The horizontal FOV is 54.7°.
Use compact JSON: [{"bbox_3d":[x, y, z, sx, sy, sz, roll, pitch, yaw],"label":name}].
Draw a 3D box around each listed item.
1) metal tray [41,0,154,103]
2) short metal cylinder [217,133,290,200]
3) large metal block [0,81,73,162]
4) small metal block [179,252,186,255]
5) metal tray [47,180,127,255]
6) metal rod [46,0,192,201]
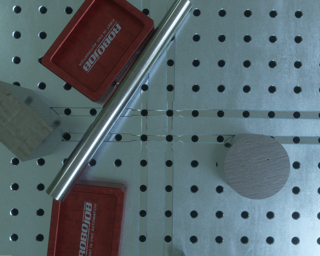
[{"bbox_3d":[-0.079,-0.109,0.409,0.090,0.030,0.130,36,90,0],"label":"metal tray"},{"bbox_3d":[0.118,0.047,0.402,0.081,0.050,0.080,0,90,0],"label":"short metal cylinder"},{"bbox_3d":[-0.165,-0.008,0.384,0.080,0.080,0.050,43,90,0],"label":"large metal block"},{"bbox_3d":[0.038,0.198,0.401,0.025,0.050,0.050,-37,90,0],"label":"small metal block"},{"bbox_3d":[-0.096,0.137,0.409,0.091,0.030,0.129,6,90,0],"label":"metal tray"},{"bbox_3d":[-0.048,-0.042,0.396,0.025,0.025,0.300,33,83,0],"label":"metal rod"}]
